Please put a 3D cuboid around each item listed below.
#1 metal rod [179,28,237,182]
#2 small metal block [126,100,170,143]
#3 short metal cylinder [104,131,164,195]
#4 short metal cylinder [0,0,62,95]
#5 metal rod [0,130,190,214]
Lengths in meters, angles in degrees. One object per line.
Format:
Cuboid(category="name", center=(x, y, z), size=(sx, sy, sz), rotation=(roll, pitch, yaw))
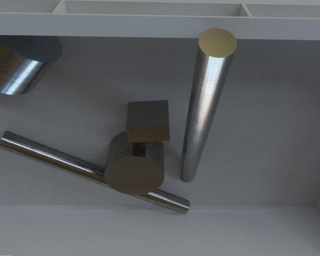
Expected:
Cuboid(category="metal rod", center=(0.039, 0.008, 0.337), size=(0.025, 0.025, 0.299), rotation=(-1, 155, 0))
Cuboid(category="small metal block", center=(-0.014, -0.009, 0.385), size=(0.050, 0.050, 0.025), rotation=(-3, 130, 2))
Cuboid(category="short metal cylinder", center=(-0.034, 0.049, 0.434), size=(0.081, 0.050, 0.079), rotation=(0, 130, 0))
Cuboid(category="short metal cylinder", center=(-0.146, -0.079, 0.303), size=(0.080, 0.080, 0.050), rotation=(36, 121, -27))
Cuboid(category="metal rod", center=(-0.085, 0.074, 0.470), size=(0.302, 0.025, 0.025), rotation=(25, 126, -20))
